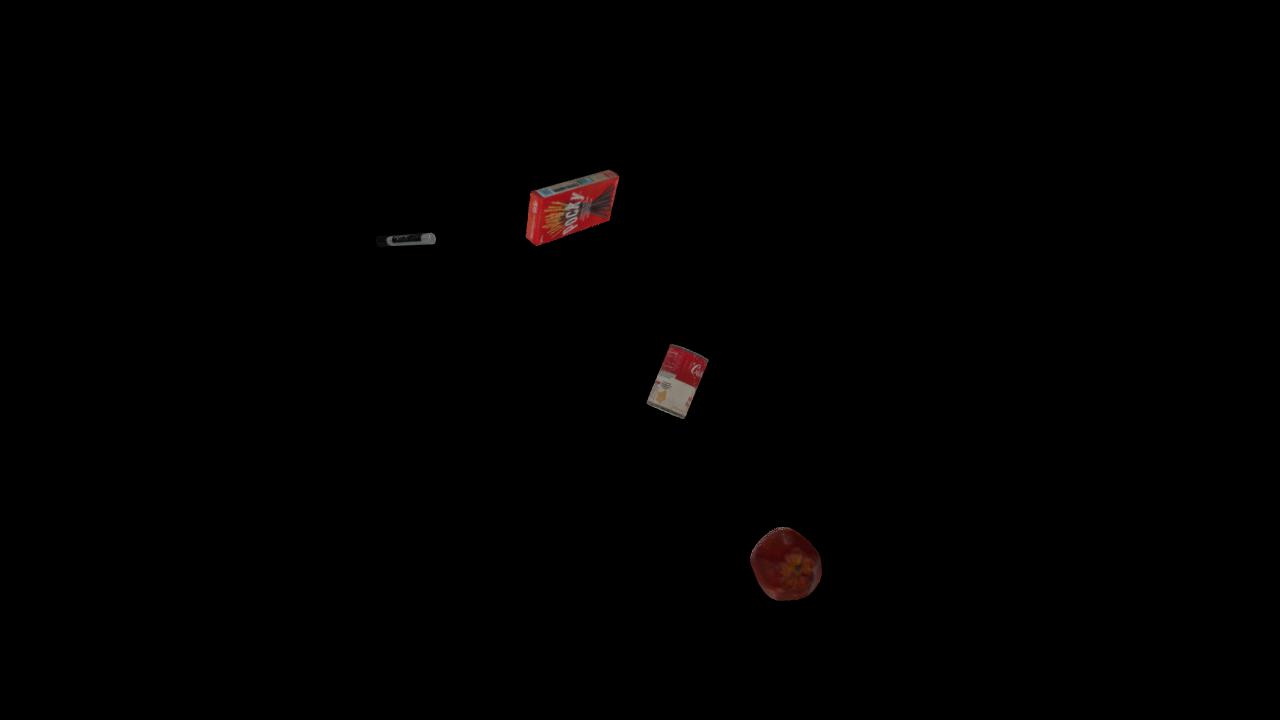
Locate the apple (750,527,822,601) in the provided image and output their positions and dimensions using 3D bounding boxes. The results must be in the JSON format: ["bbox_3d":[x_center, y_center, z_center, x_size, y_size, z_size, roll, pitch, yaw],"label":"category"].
[{"bbox_3d":[0.163,0.226,0.682,0.079,0.079,0.093,0,-14,3],"label":"apple"}]

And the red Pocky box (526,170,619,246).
[{"bbox_3d":[-0.100,-0.229,0.923,0.155,0.083,0.028,-30,62,-37],"label":"red Pocky box"}]

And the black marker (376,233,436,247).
[{"bbox_3d":[-0.394,-0.200,1.027,0.121,0.020,0.020,2,1,24],"label":"black marker"}]

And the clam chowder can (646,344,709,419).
[{"bbox_3d":[0.059,0.035,0.971,0.068,0.102,0.068,23,-5,2],"label":"clam chowder can"}]
